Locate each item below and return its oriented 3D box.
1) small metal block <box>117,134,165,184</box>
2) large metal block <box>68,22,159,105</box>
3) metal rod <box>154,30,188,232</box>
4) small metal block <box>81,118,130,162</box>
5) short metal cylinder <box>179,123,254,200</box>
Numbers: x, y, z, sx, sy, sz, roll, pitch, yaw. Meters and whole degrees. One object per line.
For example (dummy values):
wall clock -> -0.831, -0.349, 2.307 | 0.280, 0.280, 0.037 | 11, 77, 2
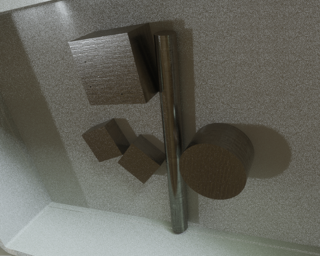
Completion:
small metal block -> -0.026, 0.046, 0.449 | 0.050, 0.025, 0.050 | 39, 129, 1
large metal block -> -0.050, -0.075, 0.371 | 0.080, 0.050, 0.080 | 0, 119, 27
metal rod -> 0.018, 0.025, 0.413 | 0.025, 0.025, 0.298 | 8, 122, 23
small metal block -> -0.080, 0.019, 0.461 | 0.050, 0.025, 0.050 | -19, 109, 35
short metal cylinder -> 0.070, 0.040, 0.380 | 0.080, 0.050, 0.079 | 13, 124, 20
